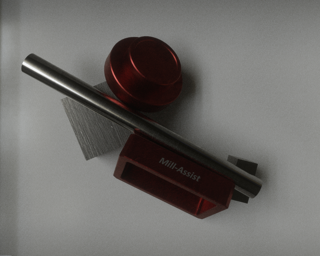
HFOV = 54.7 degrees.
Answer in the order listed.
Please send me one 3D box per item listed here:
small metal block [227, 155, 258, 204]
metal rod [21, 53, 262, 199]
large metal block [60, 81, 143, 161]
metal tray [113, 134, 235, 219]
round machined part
[{"bbox_3d":[0.100,0.064,0.399,0.025,0.050,0.050,15,90,0],"label":"small metal block"},{"bbox_3d":[-0.020,-0.002,0.358,0.301,0.025,0.025,29,90,-1],"label":"metal rod"},{"bbox_3d":[-0.067,-0.013,0.396,0.080,0.050,0.080,-22,90,-1],"label":"large metal block"},{"bbox_3d":[0.012,0.063,0.374,0.131,0.090,0.030,26,63,-1],"label":"metal tray"},{"bbox_3d":[-0.014,-0.071,0.375,0.099,0.042,0.098,14,59,-25],"label":"round machined part"}]
